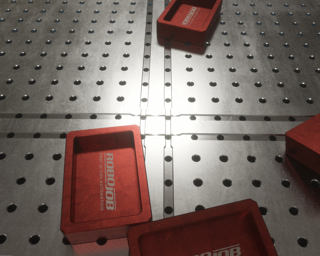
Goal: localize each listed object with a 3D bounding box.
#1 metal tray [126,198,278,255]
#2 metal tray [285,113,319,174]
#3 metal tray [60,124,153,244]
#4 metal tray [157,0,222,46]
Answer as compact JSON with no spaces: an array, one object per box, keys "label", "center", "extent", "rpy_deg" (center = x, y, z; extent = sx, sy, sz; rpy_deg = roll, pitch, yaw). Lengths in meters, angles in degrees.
[{"label":"metal tray","center":[0.041,0.126,0.289],"extent":[0.131,0.030,0.090],"rpy_deg":[-10,61,-9]},{"label":"metal tray","center":[0.232,0.010,0.373],"extent":[0.131,0.030,0.090],"rpy_deg":[-26,35,-15]},{"label":"metal tray","center":[-0.061,0.058,0.354],"extent":[0.091,0.030,0.130],"rpy_deg":[-6,50,-6]},{"label":"metal tray","center":[0.058,-0.210,0.581],"extent":[0.090,0.030,0.130],"rpy_deg":[16,52,13]}]
